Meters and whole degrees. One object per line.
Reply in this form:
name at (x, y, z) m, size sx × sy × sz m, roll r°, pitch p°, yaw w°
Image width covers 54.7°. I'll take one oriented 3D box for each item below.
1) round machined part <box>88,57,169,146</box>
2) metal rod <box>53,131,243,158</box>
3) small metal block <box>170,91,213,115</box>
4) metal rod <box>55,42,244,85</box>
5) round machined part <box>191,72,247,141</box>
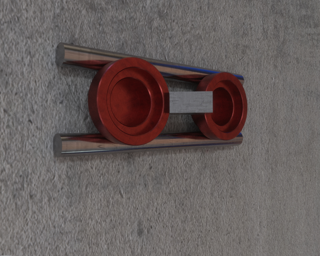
round machined part at (-0.038, -0.029, 0.357) m, size 0.099 × 0.042 × 0.097 m, roll 0°, pitch 90°, yaw -40°
metal rod at (0.011, 0.017, 0.414) m, size 0.302 × 0.025 × 0.025 m, roll 0°, pitch 90°, yaw -40°
small metal block at (0.038, -0.030, 0.387) m, size 0.050 × 0.050 × 0.025 m, roll 0°, pitch 90°, yaw 3°
metal rod at (0.013, -0.076, 0.416) m, size 0.302 × 0.025 × 0.025 m, roll 0°, pitch 90°, yaw -40°
round machined part at (0.083, -0.031, 0.457) m, size 0.099 × 0.042 × 0.097 m, roll 0°, pitch 90°, yaw -40°
